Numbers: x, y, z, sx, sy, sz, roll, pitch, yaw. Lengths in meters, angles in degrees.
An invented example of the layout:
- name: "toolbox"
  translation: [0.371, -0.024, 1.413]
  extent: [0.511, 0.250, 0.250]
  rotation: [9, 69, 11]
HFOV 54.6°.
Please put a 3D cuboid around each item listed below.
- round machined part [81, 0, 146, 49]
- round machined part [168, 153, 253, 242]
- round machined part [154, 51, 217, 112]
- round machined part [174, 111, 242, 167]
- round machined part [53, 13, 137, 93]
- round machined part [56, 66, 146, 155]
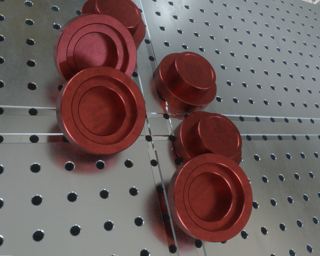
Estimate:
- name: "round machined part"
  translation: [-0.066, -0.160, 0.459]
  extent: [0.099, 0.042, 0.098]
  rotation: [13, 56, -21]
- name: "round machined part"
  translation: [0.055, 0.081, 0.366]
  extent: [0.099, 0.042, 0.098]
  rotation: [5, 75, -18]
- name: "round machined part"
  translation: [0.044, -0.076, 0.467]
  extent: [0.099, 0.042, 0.098]
  rotation: [13, 56, -21]
- name: "round machined part"
  translation: [0.072, 0.018, 0.424]
  extent: [0.099, 0.042, 0.098]
  rotation: [13, 56, -21]
- name: "round machined part"
  translation: [-0.082, -0.091, 0.386]
  extent: [0.099, 0.097, 0.042]
  rotation: [-11, 22, -27]
- name: "round machined part"
  translation: [-0.069, -0.018, 0.356]
  extent: [0.099, 0.042, 0.098]
  rotation: [3, 84, -32]
